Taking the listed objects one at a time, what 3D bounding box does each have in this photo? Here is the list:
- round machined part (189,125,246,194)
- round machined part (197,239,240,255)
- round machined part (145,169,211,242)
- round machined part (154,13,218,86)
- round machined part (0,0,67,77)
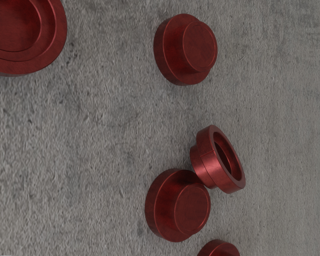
[{"bbox_3d":[0.078,0.048,0.439,0.098,0.042,0.098,44,28,-31],"label":"round machined part"},{"bbox_3d":[0.097,0.226,0.475,0.099,0.042,0.097,0,90,-40],"label":"round machined part"},{"bbox_3d":[0.031,0.105,0.420,0.099,0.042,0.097,0,90,-40],"label":"round machined part"},{"bbox_3d":[0.042,-0.109,0.429,0.099,0.042,0.097,0,90,-40],"label":"round machined part"},{"bbox_3d":[-0.139,-0.094,0.277,0.099,0.042,0.097,0,90,-40],"label":"round machined part"}]
